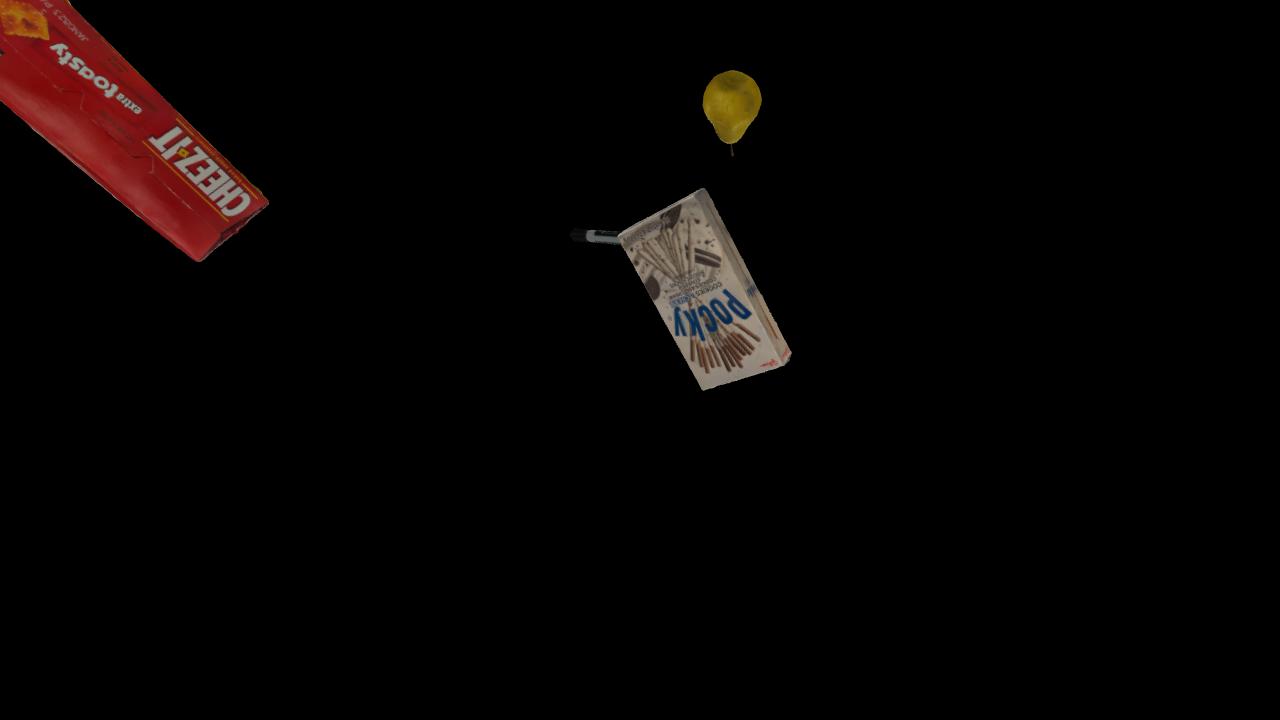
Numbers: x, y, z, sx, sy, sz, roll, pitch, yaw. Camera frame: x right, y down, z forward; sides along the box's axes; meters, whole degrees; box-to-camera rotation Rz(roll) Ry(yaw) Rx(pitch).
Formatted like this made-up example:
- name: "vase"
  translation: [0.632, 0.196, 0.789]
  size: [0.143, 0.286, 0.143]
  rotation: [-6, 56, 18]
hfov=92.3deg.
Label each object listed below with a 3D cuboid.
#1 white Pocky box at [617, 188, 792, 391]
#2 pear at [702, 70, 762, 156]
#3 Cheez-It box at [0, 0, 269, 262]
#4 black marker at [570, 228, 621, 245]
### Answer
- name: "white Pocky box"
  translation: [0.052, -0.053, 0.504]
  size: [0.084, 0.154, 0.028]
  rotation: [-20, 16, 37]
- name: "pear"
  translation: [0.125, -0.341, 0.857]
  size: [0.080, 0.080, 0.111]
  rotation: [0, -32, -1]
- name: "Cheez-It box"
  translation: [-0.379, -0.162, 0.450]
  size: [0.223, 0.071, 0.166]
  rotation: [18, -28, 50]
- name: "black marker"
  translation: [-0.042, -0.167, 0.836]
  size: [0.121, 0.020, 0.020]
  rotation: [10, 4, 25]
